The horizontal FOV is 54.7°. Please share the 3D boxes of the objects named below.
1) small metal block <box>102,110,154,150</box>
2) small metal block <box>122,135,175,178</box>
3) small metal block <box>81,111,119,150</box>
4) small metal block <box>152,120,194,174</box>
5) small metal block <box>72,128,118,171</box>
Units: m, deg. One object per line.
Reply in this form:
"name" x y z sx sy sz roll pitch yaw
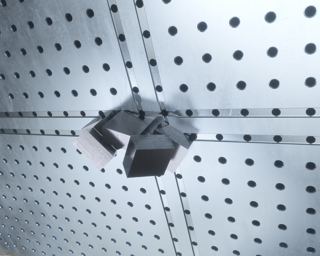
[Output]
"small metal block" -0.043 0.004 0.418 0.050 0.050 0.025 17 125 18
"small metal block" -0.015 0.035 0.389 0.050 0.025 0.050 0 131 -25
"small metal block" -0.080 0.009 0.457 0.050 0.025 0.050 -21 108 35
"small metal block" 0.011 0.026 0.421 0.050 0.025 0.050 31 128 7
"small metal block" -0.086 0.027 0.419 0.025 0.050 0.050 -45 94 1
